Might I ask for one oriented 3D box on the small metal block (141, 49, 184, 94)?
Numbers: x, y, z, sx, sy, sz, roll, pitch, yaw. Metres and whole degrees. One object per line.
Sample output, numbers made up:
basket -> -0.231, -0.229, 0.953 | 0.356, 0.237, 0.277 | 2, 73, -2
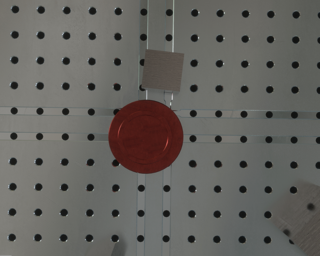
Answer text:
small metal block -> 0.004, -0.075, 0.413 | 0.050, 0.025, 0.050 | 7, 90, -1

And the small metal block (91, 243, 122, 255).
small metal block -> -0.078, 0.181, 0.400 | 0.050, 0.050, 0.025 | -28, 90, 0

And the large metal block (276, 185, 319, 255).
large metal block -> 0.217, 0.135, 0.404 | 0.080, 0.050, 0.080 | 44, 90, -1

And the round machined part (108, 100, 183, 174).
round machined part -> -0.018, 0.012, 0.405 | 0.099, 0.042, 0.097 | 0, 90, -1
